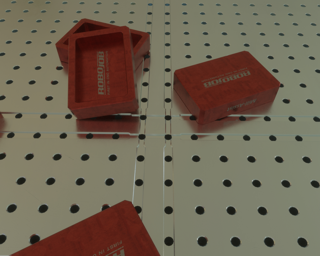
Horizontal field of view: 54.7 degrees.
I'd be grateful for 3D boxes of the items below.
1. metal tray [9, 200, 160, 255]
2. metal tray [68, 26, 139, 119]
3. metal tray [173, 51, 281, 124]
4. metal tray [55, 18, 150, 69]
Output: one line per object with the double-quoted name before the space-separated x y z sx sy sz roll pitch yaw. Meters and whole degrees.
"metal tray" -0.068 0.136 0.289 0.131 0.030 0.090 -23 54 -19
"metal tray" -0.082 -0.081 0.443 0.091 0.030 0.130 -8 65 2
"metal tray" 0.096 -0.064 0.459 0.131 0.030 0.090 -18 53 -15
"metal tray" -0.093 -0.135 0.516 0.130 0.030 0.090 17 52 13
